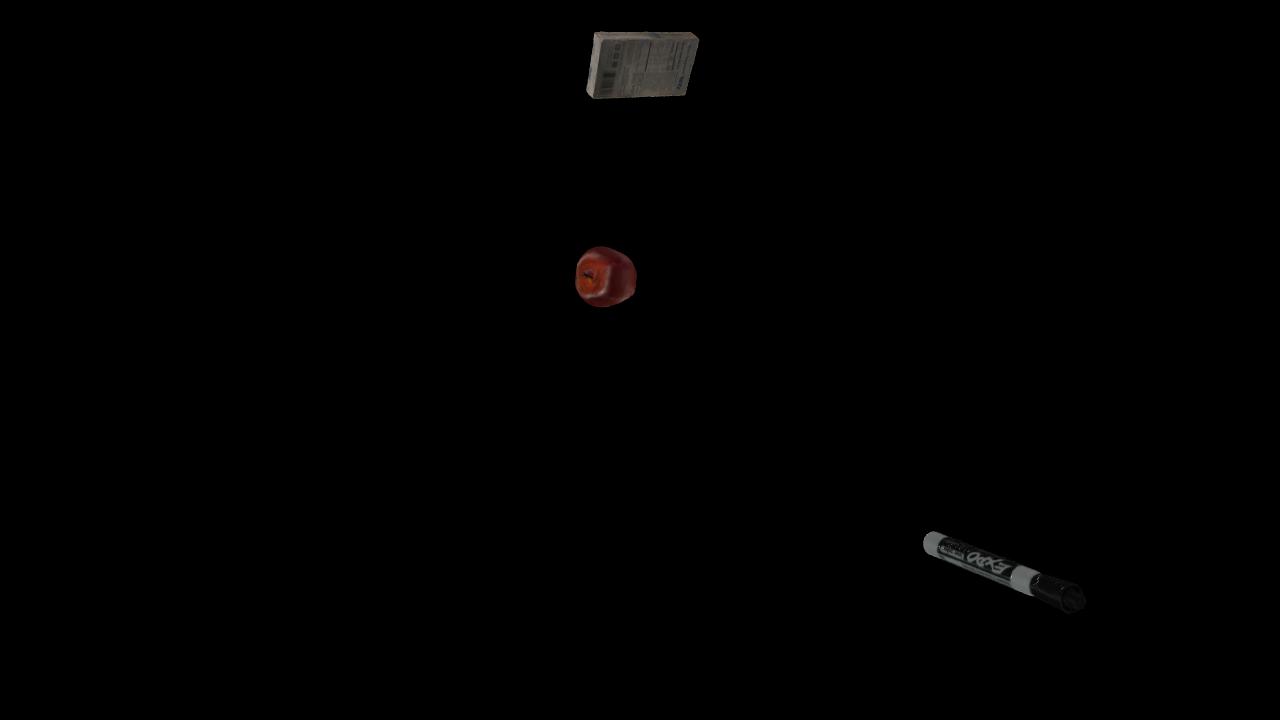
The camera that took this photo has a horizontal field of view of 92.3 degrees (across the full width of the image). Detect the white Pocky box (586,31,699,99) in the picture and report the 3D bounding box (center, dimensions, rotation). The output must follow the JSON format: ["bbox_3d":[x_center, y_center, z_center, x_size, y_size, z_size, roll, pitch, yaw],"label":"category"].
[{"bbox_3d":[0.004,-0.408,0.851,0.154,0.028,0.084,-15,-35,-27],"label":"white Pocky box"}]

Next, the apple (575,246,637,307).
[{"bbox_3d":[-0.044,-0.107,0.795,0.079,0.079,0.093,0,2,31],"label":"apple"}]

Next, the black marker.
[{"bbox_3d":[0.249,0.145,0.429,0.020,0.020,0.121,0,1,-17],"label":"black marker"}]
